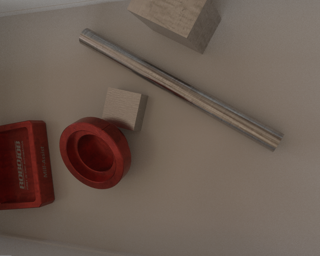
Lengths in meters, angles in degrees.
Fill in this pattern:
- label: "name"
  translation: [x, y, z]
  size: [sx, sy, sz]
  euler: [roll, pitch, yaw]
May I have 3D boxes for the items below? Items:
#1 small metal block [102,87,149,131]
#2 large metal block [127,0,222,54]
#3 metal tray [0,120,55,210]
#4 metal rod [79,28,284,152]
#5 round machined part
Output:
- label: "small metal block"
  translation: [-0.049, -0.026, 0.427]
  size: [0.050, 0.025, 0.050]
  euler: [14, 95, 19]
- label: "large metal block"
  translation: [0.021, -0.137, 0.373]
  size: [0.080, 0.080, 0.050]
  euler: [31, 100, 17]
- label: "metal tray"
  translation: [-0.218, 0.058, 0.482]
  size: [0.090, 0.030, 0.129]
  euler: [-9, 87, 19]
- label: "metal rod"
  translation: [0.015, -0.057, 0.404]
  size: [0.300, 0.025, 0.025]
  euler: [31, 100, 17]
- label: "round machined part"
  translation: [-0.082, 0.030, 0.417]
  size: [0.098, 0.042, 0.097]
  euler: [10, 117, 21]
